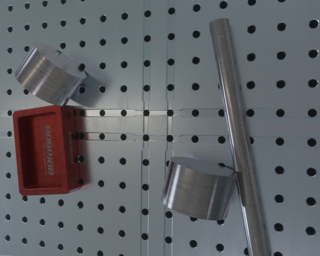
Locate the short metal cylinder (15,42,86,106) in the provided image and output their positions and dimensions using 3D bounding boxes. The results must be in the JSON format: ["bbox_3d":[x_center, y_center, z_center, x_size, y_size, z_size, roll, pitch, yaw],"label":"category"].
[{"bbox_3d":[-0.153,-0.076,0.437,0.080,0.080,0.050,43,104,15],"label":"short metal cylinder"}]

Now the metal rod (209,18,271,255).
[{"bbox_3d":[0.097,0.015,0.378,0.025,0.025,0.298,-10,87,20],"label":"metal rod"}]

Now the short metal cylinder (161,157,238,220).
[{"bbox_3d":[0.046,0.069,0.367,0.080,0.080,0.050,14,95,19],"label":"short metal cylinder"}]

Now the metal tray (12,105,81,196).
[{"bbox_3d":[-0.173,0.034,0.470,0.090,0.030,0.129,-7,88,19],"label":"metal tray"}]
